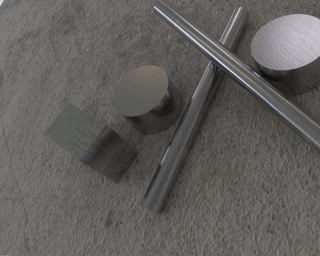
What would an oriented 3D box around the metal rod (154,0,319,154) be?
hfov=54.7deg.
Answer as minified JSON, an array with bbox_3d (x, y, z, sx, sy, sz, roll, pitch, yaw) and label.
[{"bbox_3d":[0.085,-0.080,0.380,0.025,0.025,0.300,-41,60,1],"label":"metal rod"}]

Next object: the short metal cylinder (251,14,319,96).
[{"bbox_3d":[0.151,-0.084,0.360,0.080,0.050,0.080,-13,56,21],"label":"short metal cylinder"}]

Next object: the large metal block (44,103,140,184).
[{"bbox_3d":[-0.087,0.020,0.402,0.080,0.080,0.050,27,77,37],"label":"large metal block"}]

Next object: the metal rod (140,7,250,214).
[{"bbox_3d":[0.052,-0.035,0.398,0.025,0.025,0.300,14,69,34],"label":"metal rod"}]

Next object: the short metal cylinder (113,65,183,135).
[{"bbox_3d":[-0.016,-0.038,0.419,0.080,0.050,0.080,-13,56,21],"label":"short metal cylinder"}]
